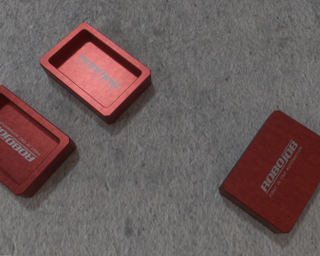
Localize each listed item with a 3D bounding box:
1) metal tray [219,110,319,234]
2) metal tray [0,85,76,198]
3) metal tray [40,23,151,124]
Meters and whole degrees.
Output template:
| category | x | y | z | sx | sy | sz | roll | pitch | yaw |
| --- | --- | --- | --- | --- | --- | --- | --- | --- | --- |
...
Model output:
| category | x | y | z | sx | sy | sz | roll | pitch | yaw |
| --- | --- | --- | --- | --- | --- | --- | --- | --- | --- |
| metal tray | 0.147 | 0.053 | 0.388 | 0.090 | 0.030 | 0.130 | 36 | 73 | 11 |
| metal tray | -0.187 | 0.015 | 0.397 | 0.130 | 0.030 | 0.090 | 36 | 74 | 12 |
| metal tray | -0.088 | -0.078 | 0.432 | 0.130 | 0.030 | 0.090 | 38 | 74 | 12 |
